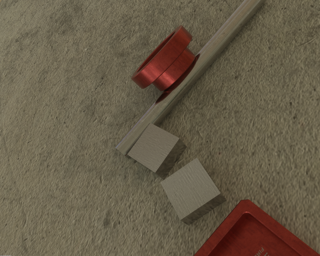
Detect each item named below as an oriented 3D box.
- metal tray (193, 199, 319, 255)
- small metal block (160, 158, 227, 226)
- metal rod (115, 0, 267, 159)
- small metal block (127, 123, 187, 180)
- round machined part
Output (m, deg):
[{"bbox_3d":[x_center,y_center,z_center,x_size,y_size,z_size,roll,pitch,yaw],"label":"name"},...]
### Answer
[{"bbox_3d":[0.072,0.141,0.275,0.130,0.030,0.090,-48,52,-6],"label":"metal tray"},{"bbox_3d":[0.036,0.070,0.341,0.050,0.025,0.050,-35,51,4],"label":"small metal block"},{"bbox_3d":[0.047,-0.080,0.426,0.300,0.025,0.025,-49,52,-7],"label":"metal rod"},{"bbox_3d":[-0.004,0.028,0.387,0.050,0.025,0.050,28,77,37],"label":"small metal block"},{"bbox_3d":[0.009,-0.088,0.421,0.098,0.042,0.098,-44,15,15],"label":"round machined part"}]
